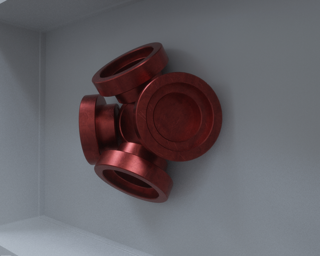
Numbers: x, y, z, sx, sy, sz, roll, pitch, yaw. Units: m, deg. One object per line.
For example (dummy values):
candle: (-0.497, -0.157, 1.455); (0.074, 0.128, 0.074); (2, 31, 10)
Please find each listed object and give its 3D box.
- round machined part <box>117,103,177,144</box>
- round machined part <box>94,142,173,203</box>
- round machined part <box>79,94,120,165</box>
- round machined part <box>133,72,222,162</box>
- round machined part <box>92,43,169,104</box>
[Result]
round machined part: (-0.018, -0.007, 0.406); (0.098, 0.042, 0.097); (0, 90, 39)
round machined part: (-0.029, 0.053, 0.391); (0.098, 0.098, 0.042); (-2, 53, 39)
round machined part: (-0.077, 0.001, 0.431); (0.042, 0.098, 0.097); (-5, 86, 2)
round machined part: (0.017, -0.012, 0.354); (0.042, 0.099, 0.097); (171, 97, -75)
round machined part: (-0.033, -0.066, 0.394); (0.098, 0.098, 0.042); (-5, 125, 39)
